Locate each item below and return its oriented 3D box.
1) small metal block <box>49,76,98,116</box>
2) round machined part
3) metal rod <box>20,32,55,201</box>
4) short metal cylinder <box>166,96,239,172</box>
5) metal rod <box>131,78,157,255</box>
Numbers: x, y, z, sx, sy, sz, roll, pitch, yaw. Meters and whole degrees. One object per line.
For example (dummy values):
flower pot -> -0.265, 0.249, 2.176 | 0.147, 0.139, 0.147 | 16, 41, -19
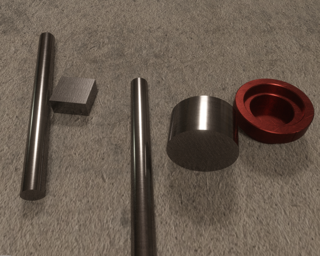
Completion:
small metal block -> -0.121, -0.046, 0.440 | 0.050, 0.025, 0.050 | 6, 50, 4
round machined part -> 0.145, -0.017, 0.409 | 0.099, 0.042, 0.098 | 0, 50, 0
metal rod -> -0.166, -0.039, 0.433 | 0.025, 0.025, 0.300 | -8, 50, -7
short metal cylinder -> 0.050, 0.008, 0.361 | 0.080, 0.080, 0.050 | 6, 50, 4
metal rod -> -0.021, 0.050, 0.360 | 0.025, 0.025, 0.300 | -2, 50, -3
